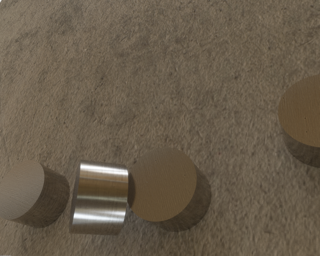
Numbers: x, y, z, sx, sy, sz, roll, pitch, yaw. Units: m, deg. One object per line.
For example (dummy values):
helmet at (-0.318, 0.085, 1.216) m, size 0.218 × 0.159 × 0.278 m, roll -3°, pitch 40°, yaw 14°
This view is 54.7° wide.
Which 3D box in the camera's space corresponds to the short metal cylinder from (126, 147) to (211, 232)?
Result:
short metal cylinder at (0.010, 0.068, 0.340) m, size 0.080 × 0.050 × 0.080 m, roll -13°, pitch 56°, yaw 20°

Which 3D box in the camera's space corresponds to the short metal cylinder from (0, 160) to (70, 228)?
short metal cylinder at (-0.172, 0.090, 0.420) m, size 0.080 × 0.050 × 0.080 m, roll -13°, pitch 56°, yaw 20°

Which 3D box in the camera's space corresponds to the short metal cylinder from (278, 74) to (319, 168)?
short metal cylinder at (0.162, -0.006, 0.306) m, size 0.080 × 0.050 × 0.080 m, roll -13°, pitch 56°, yaw 20°

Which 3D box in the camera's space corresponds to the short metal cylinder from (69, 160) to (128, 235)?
short metal cylinder at (-0.070, 0.078, 0.348) m, size 0.050 × 0.080 × 0.080 m, roll 9°, pitch 57°, yaw -17°
